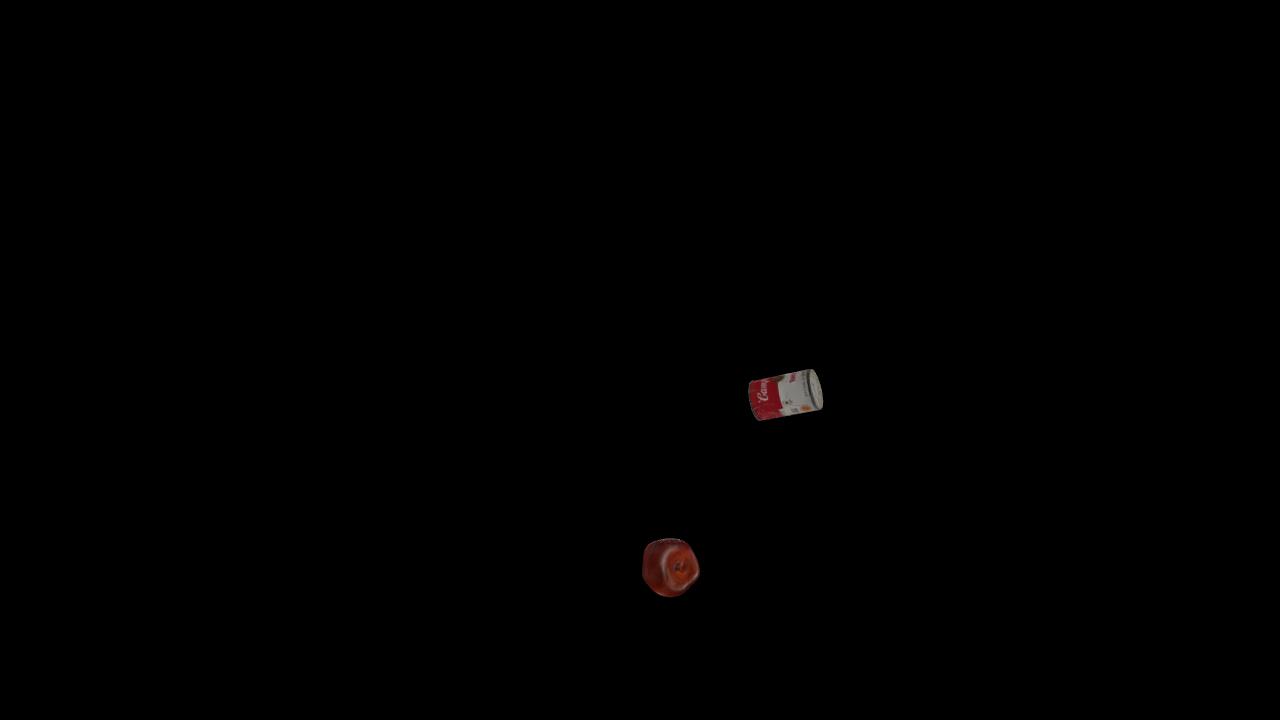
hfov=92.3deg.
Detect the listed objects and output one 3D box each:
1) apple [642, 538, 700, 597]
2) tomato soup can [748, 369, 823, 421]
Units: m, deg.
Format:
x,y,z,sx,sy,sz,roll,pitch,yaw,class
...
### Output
x,y,z,sx,sy,sz,roll,pitch,yaw,class
0.039,0.285,0.850,0.079,0.079,0.093,0,-16,-20,apple
0.232,0.056,0.978,0.101,0.068,0.068,-14,-6,28,tomato soup can
